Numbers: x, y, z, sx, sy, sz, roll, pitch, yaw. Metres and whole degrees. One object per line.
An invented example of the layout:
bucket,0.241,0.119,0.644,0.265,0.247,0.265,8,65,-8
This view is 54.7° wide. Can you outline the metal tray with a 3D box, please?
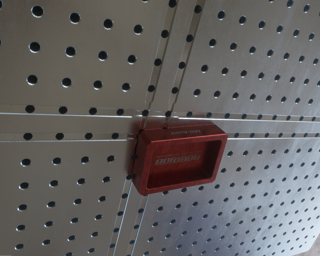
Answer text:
metal tray,0.030,0.045,0.453,0.131,0.030,0.089,-5,121,-27
